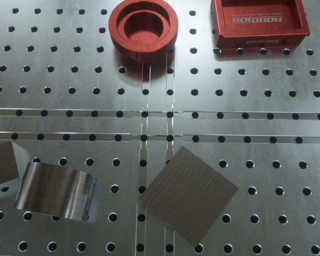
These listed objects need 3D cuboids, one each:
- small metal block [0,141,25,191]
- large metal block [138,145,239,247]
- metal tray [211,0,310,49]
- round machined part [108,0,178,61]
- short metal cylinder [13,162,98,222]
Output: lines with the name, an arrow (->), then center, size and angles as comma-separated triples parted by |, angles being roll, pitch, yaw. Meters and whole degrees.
small metal block -> -0.203, 0.050, 0.392 | 0.050, 0.025, 0.050 | -19, 71, -7
large metal block -> 0.032, 0.081, 0.369 | 0.080, 0.050, 0.080 | 37, 74, 12
metal tray -> 0.149, -0.169, 0.471 | 0.131, 0.030, 0.090 | -3, 70, -1
round machined part -> -0.023, -0.140, 0.454 | 0.099, 0.042, 0.098 | 0, 70, 0
short metal cylinder -> -0.118, 0.074, 0.354 | 0.080, 0.080, 0.050 | 10, 71, 3
